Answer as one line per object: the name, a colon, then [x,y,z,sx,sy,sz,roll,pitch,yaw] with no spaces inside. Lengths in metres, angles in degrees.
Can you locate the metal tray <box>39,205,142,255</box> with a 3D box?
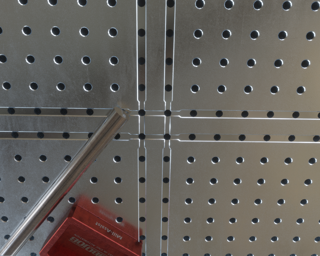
metal tray: [-0.104,0.189,0.478,0.130,0.030,0.090,35,106,-13]

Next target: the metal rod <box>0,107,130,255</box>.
metal rod: [-0.145,0.089,0.444,0.025,0.025,0.299,38,105,-13]
